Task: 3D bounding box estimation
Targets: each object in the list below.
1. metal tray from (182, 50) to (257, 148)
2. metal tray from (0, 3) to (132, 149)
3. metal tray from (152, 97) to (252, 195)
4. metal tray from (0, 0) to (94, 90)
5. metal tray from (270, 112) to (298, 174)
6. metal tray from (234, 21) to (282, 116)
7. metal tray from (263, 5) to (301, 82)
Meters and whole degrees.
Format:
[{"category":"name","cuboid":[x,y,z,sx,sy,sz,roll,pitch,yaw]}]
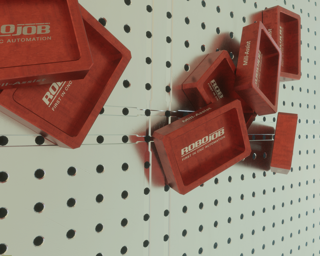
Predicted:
[{"category":"metal tray","cuboid":[0.099,-0.043,0.486,0.090,0.030,0.130,-50,120,-28]},{"category":"metal tray","cuboid":[-0.096,-0.055,0.324,0.090,0.030,0.130,39,66,-33]},{"category":"metal tray","cuboid":[0.062,0.022,0.432,0.131,0.030,0.090,-26,112,-22]},{"category":"metal tray","cuboid":[-0.132,-0.081,0.263,0.131,0.030,0.090,-13,86,-26]},{"category":"metal tray","cuboid":[0.217,0.031,0.546,0.130,0.030,0.090,31,69,-67]},{"category":"metal tray","cuboid":[0.164,-0.097,0.511,0.090,0.030,0.130,34,59,-39]},{"category":"metal tray","cuboid":[0.238,-0.160,0.602,0.091,0.030,0.129,-1,91,-40]}]
